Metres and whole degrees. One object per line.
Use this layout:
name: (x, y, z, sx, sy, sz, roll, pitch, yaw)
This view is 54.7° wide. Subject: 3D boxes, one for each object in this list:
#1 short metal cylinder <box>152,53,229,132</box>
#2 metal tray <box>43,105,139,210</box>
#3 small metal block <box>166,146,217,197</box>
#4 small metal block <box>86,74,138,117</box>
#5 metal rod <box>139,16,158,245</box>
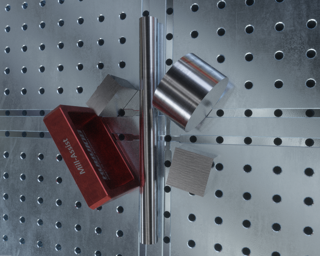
short metal cylinder: (0.036, -0.041, 0.370, 0.050, 0.080, 0.080, 39, 102, 15)
metal tray: (-0.086, 0.033, 0.406, 0.030, 0.090, 0.130, -34, 79, 17)
small metal block: (0.041, 0.055, 0.398, 0.050, 0.025, 0.050, 16, 95, 19)
small metal block: (-0.064, -0.042, 0.420, 0.025, 0.050, 0.050, 43, 103, 14)
metal rod: (-0.015, 0.003, 0.416, 0.025, 0.025, 0.298, 0, 90, 19)
